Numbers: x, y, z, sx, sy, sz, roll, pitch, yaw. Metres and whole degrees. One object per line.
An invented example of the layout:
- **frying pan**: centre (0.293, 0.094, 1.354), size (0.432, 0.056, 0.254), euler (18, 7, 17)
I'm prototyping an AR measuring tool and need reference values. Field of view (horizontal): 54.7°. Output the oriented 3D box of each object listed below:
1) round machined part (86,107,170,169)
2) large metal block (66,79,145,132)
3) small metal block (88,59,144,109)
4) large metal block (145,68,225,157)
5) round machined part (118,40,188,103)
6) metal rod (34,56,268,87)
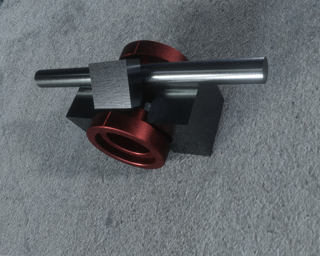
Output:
- **round machined part**: centre (-0.034, 0.008, 0.371), size (0.098, 0.098, 0.042), euler (5, 59, 30)
- **large metal block**: centre (-0.069, -0.029, 0.424), size (0.050, 0.080, 0.080), euler (5, 64, 30)
- **small metal block**: centre (-0.048, -0.048, 0.340), size (0.050, 0.025, 0.050), euler (1, 103, 30)
- **large metal block**: centre (0.034, -0.021, 0.365), size (0.050, 0.080, 0.080), euler (4, 64, 30)
- **round machined part**: centre (-0.009, -0.065, 0.404), size (0.098, 0.098, 0.042), euler (4, 65, 30)
- **metal rod**: centre (-0.034, -0.061, 0.358), size (0.300, 0.025, 0.025), euler (3, 63, 29)
